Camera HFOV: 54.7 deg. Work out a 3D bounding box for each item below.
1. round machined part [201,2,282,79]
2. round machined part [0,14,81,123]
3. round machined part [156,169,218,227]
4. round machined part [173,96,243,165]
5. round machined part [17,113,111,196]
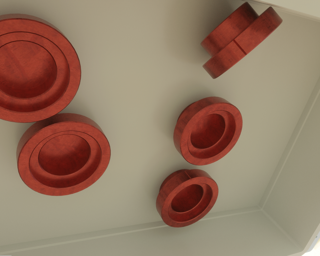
[{"bbox_3d":[0.086,-0.104,0.356,0.098,0.098,0.042,-41,94,0],"label":"round machined part"},{"bbox_3d":[-0.129,-0.057,0.292,0.099,0.042,0.097,-14,124,-21],"label":"round machined part"},{"bbox_3d":[0.038,0.103,0.482,0.099,0.042,0.097,-14,124,-21],"label":"round machined part"},{"bbox_3d":[0.062,0.000,0.432,0.099,0.042,0.097,-14,124,-21],"label":"round machined part"},{"bbox_3d":[-0.110,0.026,0.354,0.099,0.042,0.097,-14,124,-21],"label":"round machined part"}]
